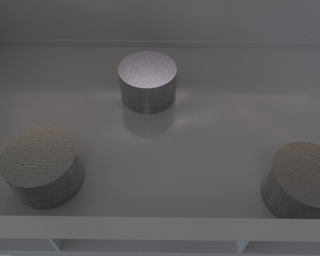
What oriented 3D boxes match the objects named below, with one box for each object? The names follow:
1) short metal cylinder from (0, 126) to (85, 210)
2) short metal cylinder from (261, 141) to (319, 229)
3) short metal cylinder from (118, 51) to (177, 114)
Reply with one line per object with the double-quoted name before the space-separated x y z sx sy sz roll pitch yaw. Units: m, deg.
"short metal cylinder" -0.130 0.044 0.351 0.080 0.050 0.080 0 50 0
"short metal cylinder" 0.157 0.061 0.338 0.080 0.050 0.080 0 50 0
"short metal cylinder" -0.017 -0.066 0.444 0.081 0.050 0.080 0 50 0
